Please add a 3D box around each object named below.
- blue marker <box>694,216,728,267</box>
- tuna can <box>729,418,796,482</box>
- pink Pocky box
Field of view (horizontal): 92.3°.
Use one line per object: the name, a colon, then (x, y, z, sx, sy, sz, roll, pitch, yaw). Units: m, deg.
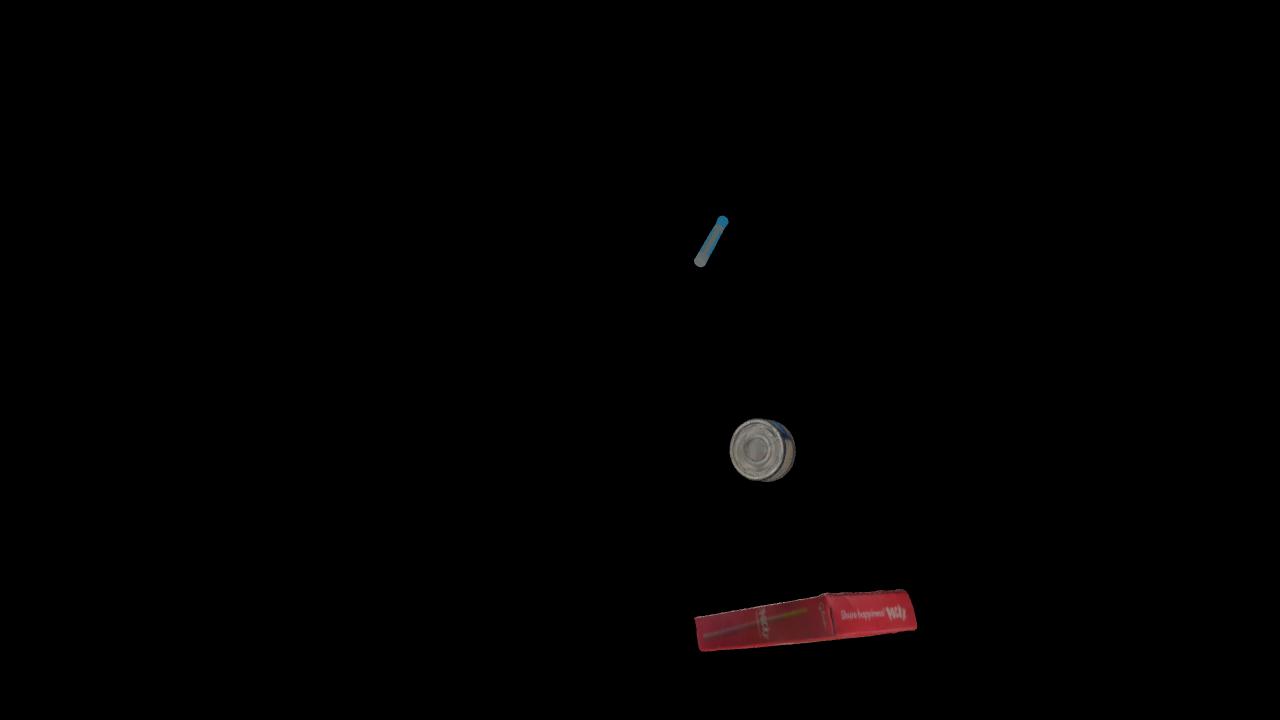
blue marker: (0.114, -0.189, 0.967, 0.020, 0.020, 0.121, 0, 43, 33)
tuna can: (0.162, 0.120, 0.824, 0.084, 0.084, 0.034, 0, -10, 39)
pink Pocky box: (0.119, 0.201, 0.470, 0.084, 0.029, 0.155, 10, -30, -29)
